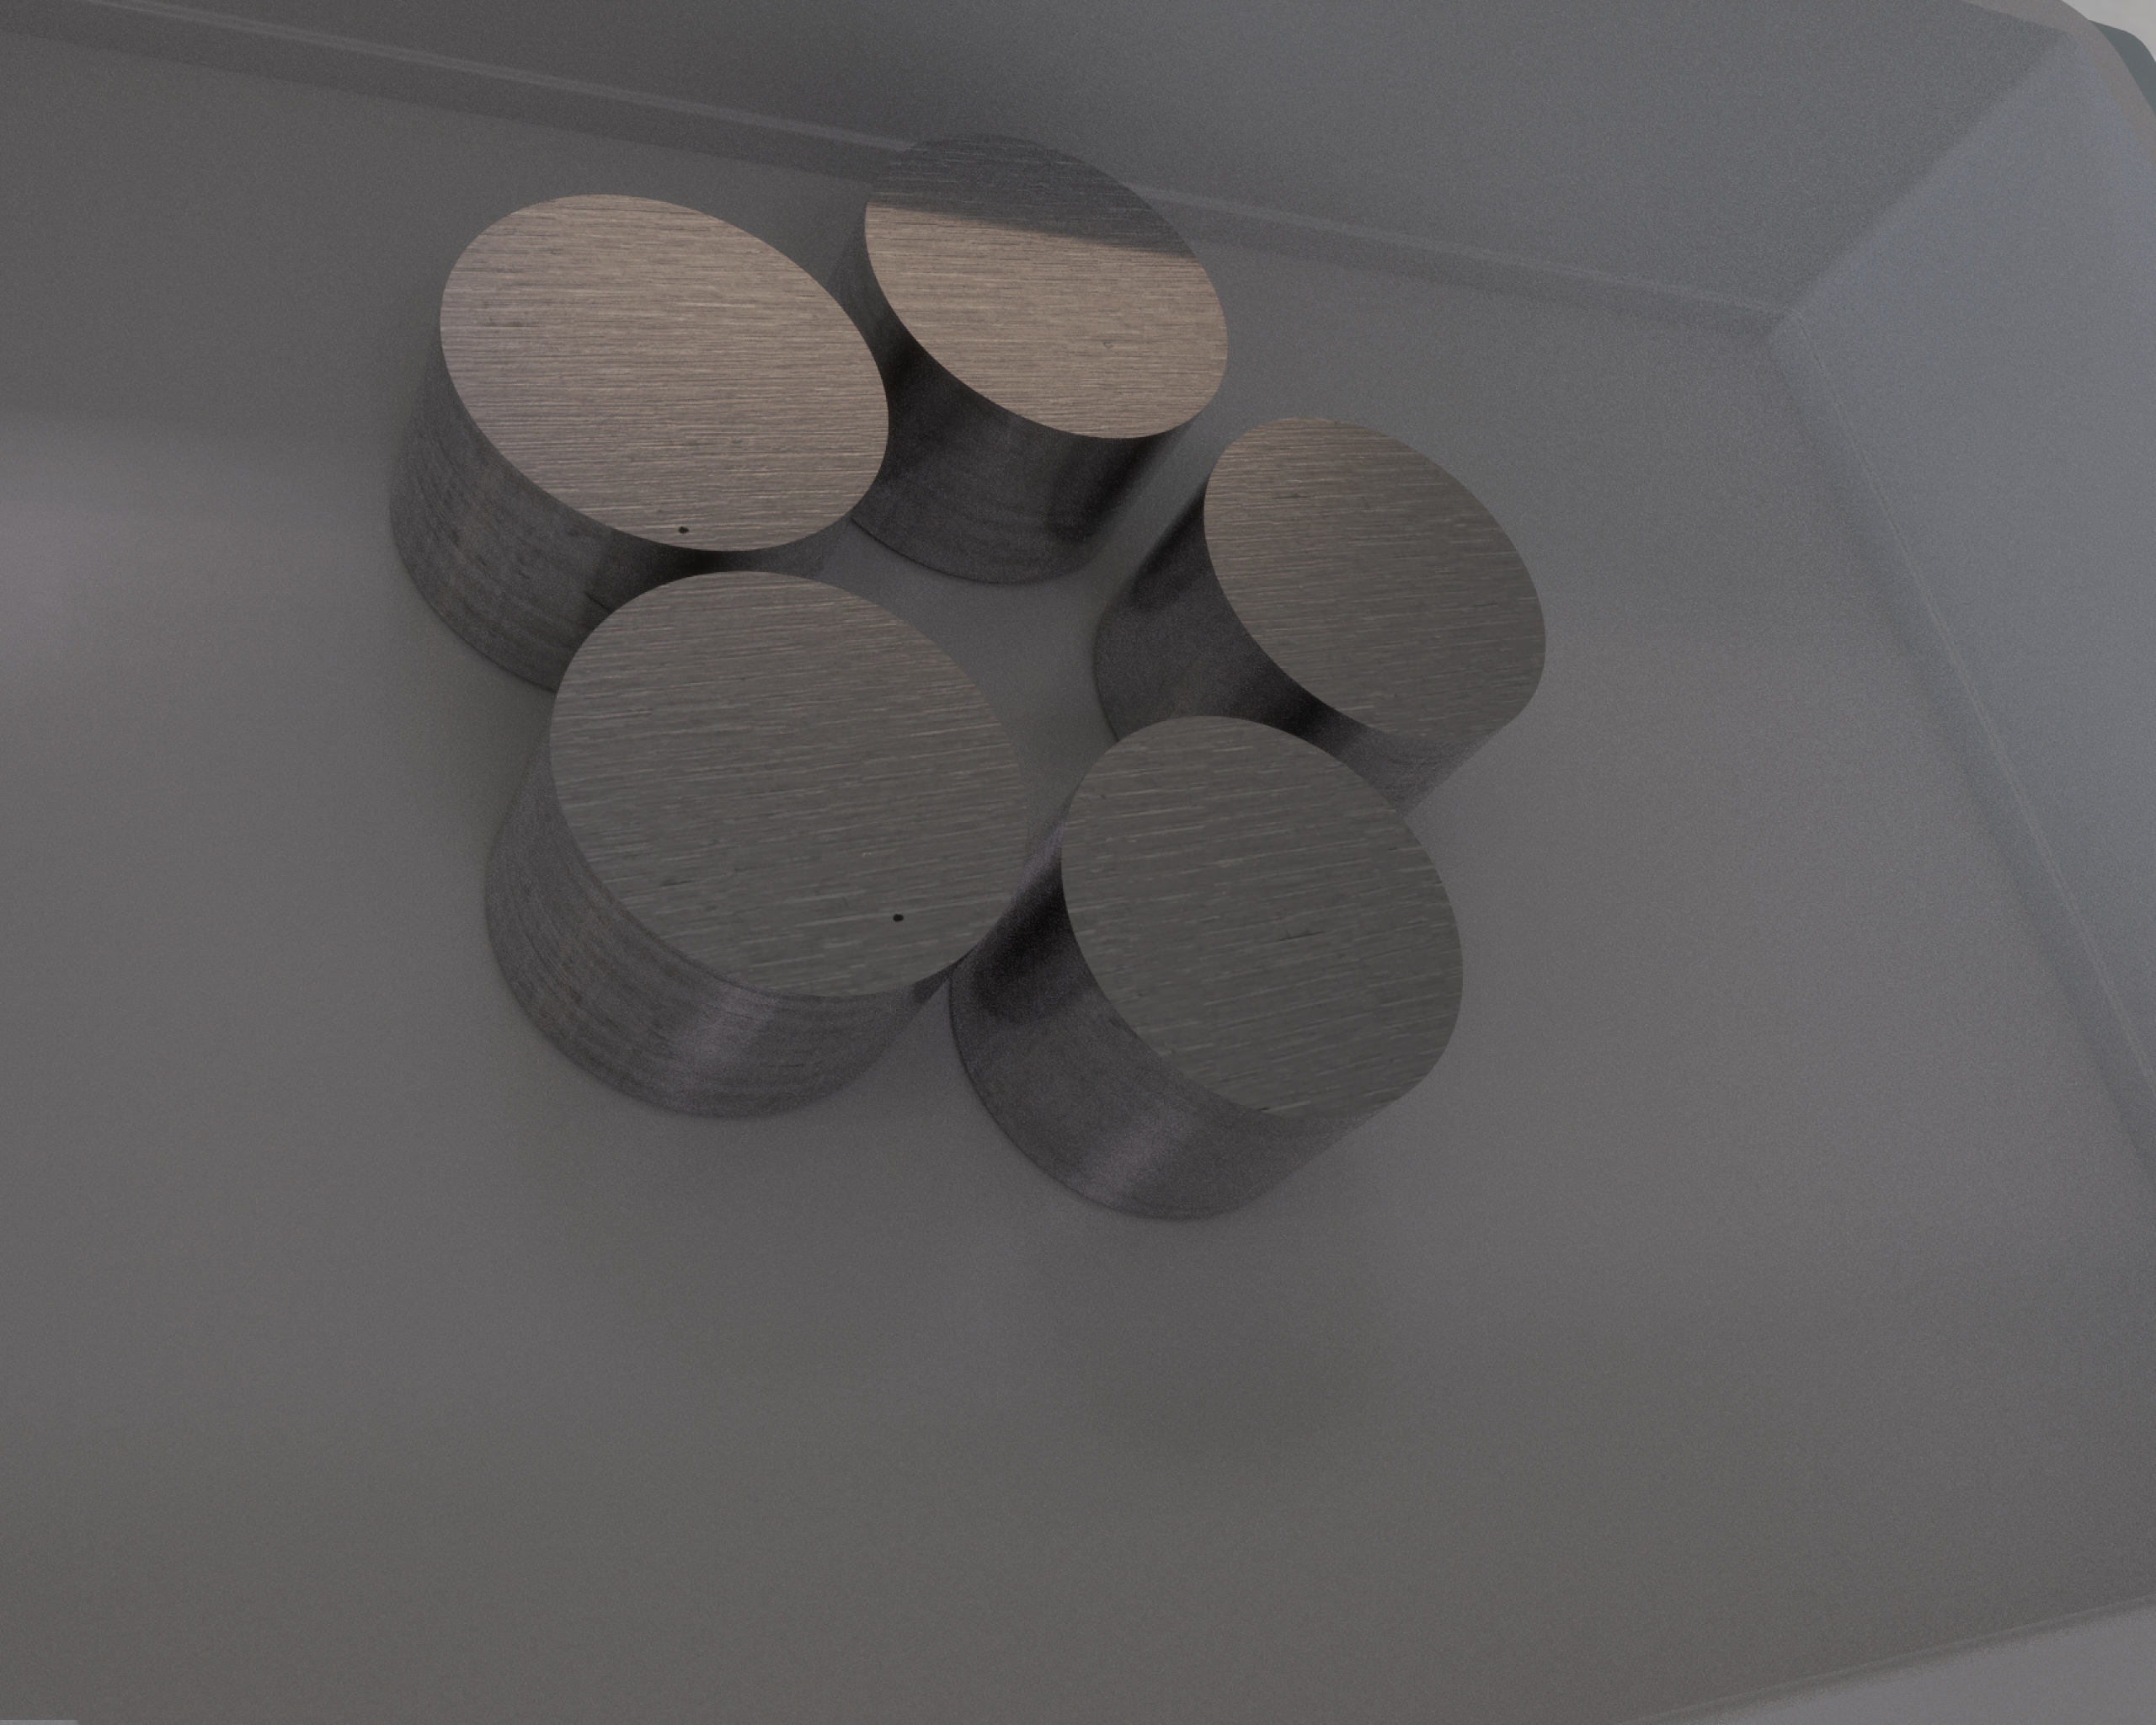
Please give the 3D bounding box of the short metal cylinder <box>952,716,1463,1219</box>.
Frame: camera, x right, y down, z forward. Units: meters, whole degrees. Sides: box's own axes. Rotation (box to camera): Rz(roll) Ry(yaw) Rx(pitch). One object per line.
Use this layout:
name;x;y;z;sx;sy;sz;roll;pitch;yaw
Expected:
short metal cylinder;0.023;0.020;0.387;0.081;0.050;0.080;14;56;-21

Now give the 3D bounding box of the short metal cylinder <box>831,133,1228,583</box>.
short metal cylinder;-0.016;-0.107;0.443;0.081;0.050;0.080;14;56;-21

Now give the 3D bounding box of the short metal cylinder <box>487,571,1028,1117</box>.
short metal cylinder;-0.056;-0.003;0.359;0.081;0.050;0.080;14;56;-21

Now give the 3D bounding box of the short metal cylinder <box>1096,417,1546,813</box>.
short metal cylinder;0.051;-0.047;0.443;0.081;0.050;0.080;14;56;-21

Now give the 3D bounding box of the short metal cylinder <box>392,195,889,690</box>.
short metal cylinder;-0.082;-0.076;0.389;0.081;0.050;0.080;14;56;-21
